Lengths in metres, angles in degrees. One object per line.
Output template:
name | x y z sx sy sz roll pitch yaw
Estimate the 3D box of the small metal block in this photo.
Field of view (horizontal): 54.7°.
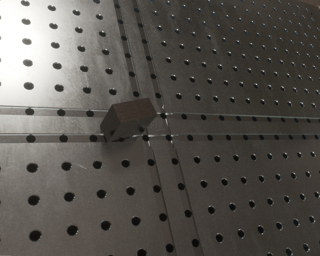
small metal block | -0.039 -0.010 0.378 0.050 0.050 0.025 -15 70 -34
